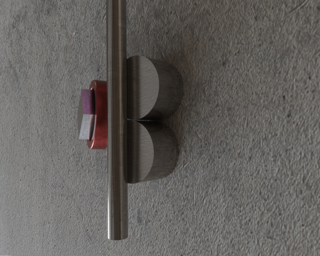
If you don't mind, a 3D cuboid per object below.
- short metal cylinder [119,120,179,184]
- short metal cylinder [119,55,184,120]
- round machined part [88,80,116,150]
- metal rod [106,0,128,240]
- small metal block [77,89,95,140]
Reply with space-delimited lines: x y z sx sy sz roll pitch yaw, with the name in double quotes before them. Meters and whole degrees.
"short metal cylinder" -0.022 0.030 0.408 0.080 0.050 0.080 -1 89 40
"short metal cylinder" -0.016 -0.050 0.404 0.080 0.050 0.079 0 90 40
"round machined part" -0.077 -0.018 0.443 0.098 0.042 0.097 -177 90 -69
"metal rod" -0.053 -0.014 0.386 0.025 0.025 0.298 -1 89 40
"small metal block" -0.100 -0.019 0.436 0.050 0.025 0.050 114 150 -42
